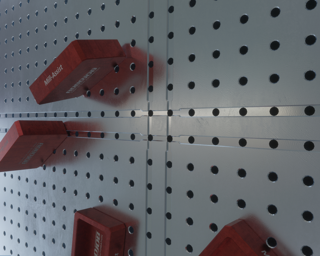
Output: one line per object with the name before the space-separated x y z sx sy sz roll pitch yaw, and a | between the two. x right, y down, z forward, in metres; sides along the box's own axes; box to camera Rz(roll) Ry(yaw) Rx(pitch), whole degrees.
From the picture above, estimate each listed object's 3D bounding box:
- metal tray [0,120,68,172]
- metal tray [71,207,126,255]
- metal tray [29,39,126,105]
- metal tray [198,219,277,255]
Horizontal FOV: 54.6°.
metal tray | -0.241 0.034 0.568 0.129 0.091 0.030 -40 66 32
metal tray | -0.101 0.203 0.491 0.090 0.030 0.129 10 97 39
metal tray | -0.124 -0.084 0.467 0.130 0.091 0.030 -30 86 36
metal tray | 0.098 0.176 0.325 0.130 0.030 0.090 46 118 30
